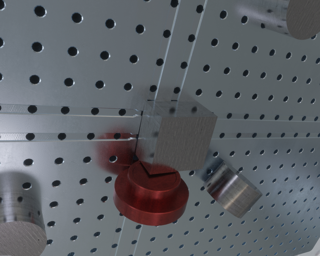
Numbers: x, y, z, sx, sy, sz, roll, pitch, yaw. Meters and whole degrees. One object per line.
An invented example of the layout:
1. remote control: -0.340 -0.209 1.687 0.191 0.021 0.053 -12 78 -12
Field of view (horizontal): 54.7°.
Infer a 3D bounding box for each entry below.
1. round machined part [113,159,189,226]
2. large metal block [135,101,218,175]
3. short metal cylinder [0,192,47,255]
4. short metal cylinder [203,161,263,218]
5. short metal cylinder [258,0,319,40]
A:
1. round machined part: -0.010 0.077 0.406 0.099 0.098 0.042 -4 121 -26
2. large metal block: 0.020 0.011 0.411 0.081 0.050 0.079 -2 118 -28
3. short metal cylinder: -0.182 0.125 0.373 0.081 0.050 0.079 -14 124 -21
4. short metal cylinder: 0.117 0.099 0.501 0.080 0.080 0.050 34 99 -39
5. short metal cylinder: 0.173 -0.158 0.392 0.081 0.050 0.079 -14 124 -21
